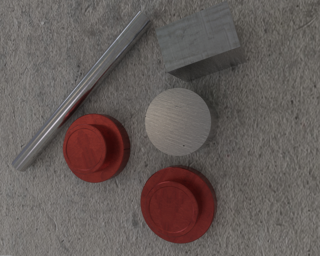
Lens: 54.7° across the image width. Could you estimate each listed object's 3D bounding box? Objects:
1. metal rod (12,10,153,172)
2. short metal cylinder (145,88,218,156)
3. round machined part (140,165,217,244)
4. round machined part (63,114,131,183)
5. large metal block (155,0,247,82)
[{"bbox_3d":[-0.119,-0.045,0.450,0.299,0.025,0.025,-46,76,14],"label":"metal rod"},{"bbox_3d":[0.028,-0.007,0.386,0.080,0.050,0.079,0,90,20],"label":"short metal cylinder"},{"bbox_3d":[0.020,0.098,0.393,0.098,0.042,0.097,0,90,20],"label":"round machined part"},{"bbox_3d":[-0.095,0.028,0.433,0.098,0.042,0.097,0,90,20],"label":"round machined part"},{"bbox_3d":[0.051,-0.095,0.362,0.080,0.080,0.050,-16,85,19],"label":"large metal block"}]
